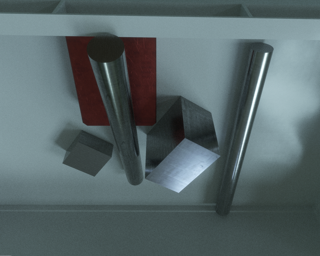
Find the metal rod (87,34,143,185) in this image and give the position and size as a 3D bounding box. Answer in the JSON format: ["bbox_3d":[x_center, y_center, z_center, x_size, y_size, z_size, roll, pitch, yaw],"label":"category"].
[{"bbox_3d":[-0.037,0.011,0.341,0.025,0.025,0.299,0,154,0],"label":"metal rod"}]

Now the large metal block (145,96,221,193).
[{"bbox_3d":[0.025,0.020,0.391,0.050,0.080,0.080,27,125,-22],"label":"large metal block"}]

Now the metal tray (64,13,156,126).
[{"bbox_3d":[-0.049,-0.061,0.353,0.091,0.030,0.129,0,130,-1],"label":"metal tray"}]

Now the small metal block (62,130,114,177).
[{"bbox_3d":[-0.102,0.037,0.439,0.050,0.025,0.050,28,124,-22],"label":"small metal block"}]

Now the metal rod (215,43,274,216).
[{"bbox_3d":[0.109,0.026,0.432,0.025,0.025,0.298,0,130,-1],"label":"metal rod"}]
